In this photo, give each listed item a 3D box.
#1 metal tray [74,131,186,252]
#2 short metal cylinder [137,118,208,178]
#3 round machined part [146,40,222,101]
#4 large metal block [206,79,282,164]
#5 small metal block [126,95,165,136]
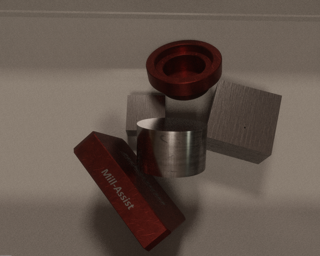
[{"bbox_3d":[-0.030,0.065,0.348,0.030,0.090,0.130,-42,75,6],"label":"metal tray"},{"bbox_3d":[0.013,0.020,0.358,0.081,0.080,0.050,1,102,0],"label":"short metal cylinder"},{"bbox_3d":[0.033,-0.074,0.415,0.099,0.042,0.098,-5,46,5],"label":"round machined part"},{"bbox_3d":[0.102,-0.007,0.400,0.080,0.050,0.080,16,71,5],"label":"large metal block"},{"bbox_3d":[-0.018,-0.016,0.415,0.050,0.025,0.050,1,70,0],"label":"small metal block"}]
